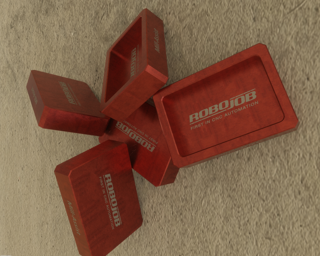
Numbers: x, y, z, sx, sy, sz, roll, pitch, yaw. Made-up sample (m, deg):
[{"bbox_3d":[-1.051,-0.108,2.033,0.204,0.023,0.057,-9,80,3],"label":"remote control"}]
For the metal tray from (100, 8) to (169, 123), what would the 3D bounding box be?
[{"bbox_3d":[-0.034,-0.081,0.391,0.090,0.030,0.130,-38,38,33],"label":"metal tray"}]

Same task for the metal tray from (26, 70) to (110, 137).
[{"bbox_3d":[-0.138,-0.038,0.455,0.130,0.091,0.030,48,120,48],"label":"metal tray"}]

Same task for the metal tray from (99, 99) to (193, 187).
[{"bbox_3d":[-0.023,0.008,0.420,0.130,0.030,0.089,32,110,35],"label":"metal tray"}]

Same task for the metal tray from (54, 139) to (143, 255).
[{"bbox_3d":[-0.073,0.091,0.396,0.030,0.091,0.129,7,115,40],"label":"metal tray"}]

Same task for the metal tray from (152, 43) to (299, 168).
[{"bbox_3d":[0.065,-0.019,0.327,0.130,0.030,0.090,-23,75,22],"label":"metal tray"}]
